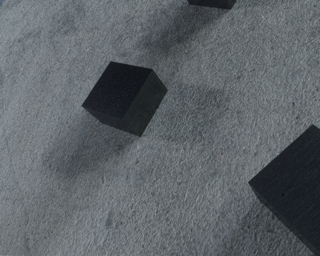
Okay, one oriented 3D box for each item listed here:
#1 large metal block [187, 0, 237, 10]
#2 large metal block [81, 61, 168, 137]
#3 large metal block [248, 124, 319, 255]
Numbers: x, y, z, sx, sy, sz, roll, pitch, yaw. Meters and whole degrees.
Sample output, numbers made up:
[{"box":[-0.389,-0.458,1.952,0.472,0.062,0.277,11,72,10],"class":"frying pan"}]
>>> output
[{"box":[0.090,-0.239,0.487,0.080,0.050,0.080,24,75,36],"class":"large metal block"},{"box":[-0.049,-0.043,0.440,0.080,0.050,0.080,18,71,35],"class":"large metal block"},{"box":[0.142,0.058,0.278,0.080,0.050,0.080,-42,51,-1],"class":"large metal block"}]
